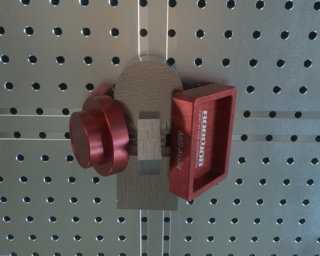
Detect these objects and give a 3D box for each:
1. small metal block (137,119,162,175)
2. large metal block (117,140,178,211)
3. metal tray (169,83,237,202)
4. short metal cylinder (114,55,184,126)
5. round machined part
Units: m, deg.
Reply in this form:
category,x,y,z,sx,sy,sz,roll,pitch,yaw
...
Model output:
category,x,y,z,sx,sy,sz,roll,pitch,yaw
small metal block,-0.013,0.023,0.363,0.025,0.050,0.050,-1,152,-3
large metal block,-0.015,0.063,0.423,0.081,0.050,0.079,2,110,-1
metal tray,0.054,0.015,0.386,0.030,0.091,0.129,19,116,39
short metal cylinder,-0.013,-0.046,0.382,0.081,0.050,0.079,0,110,0
round machined part,-0.078,0.012,0.374,0.042,0.098,0.097,-11,114,-32
